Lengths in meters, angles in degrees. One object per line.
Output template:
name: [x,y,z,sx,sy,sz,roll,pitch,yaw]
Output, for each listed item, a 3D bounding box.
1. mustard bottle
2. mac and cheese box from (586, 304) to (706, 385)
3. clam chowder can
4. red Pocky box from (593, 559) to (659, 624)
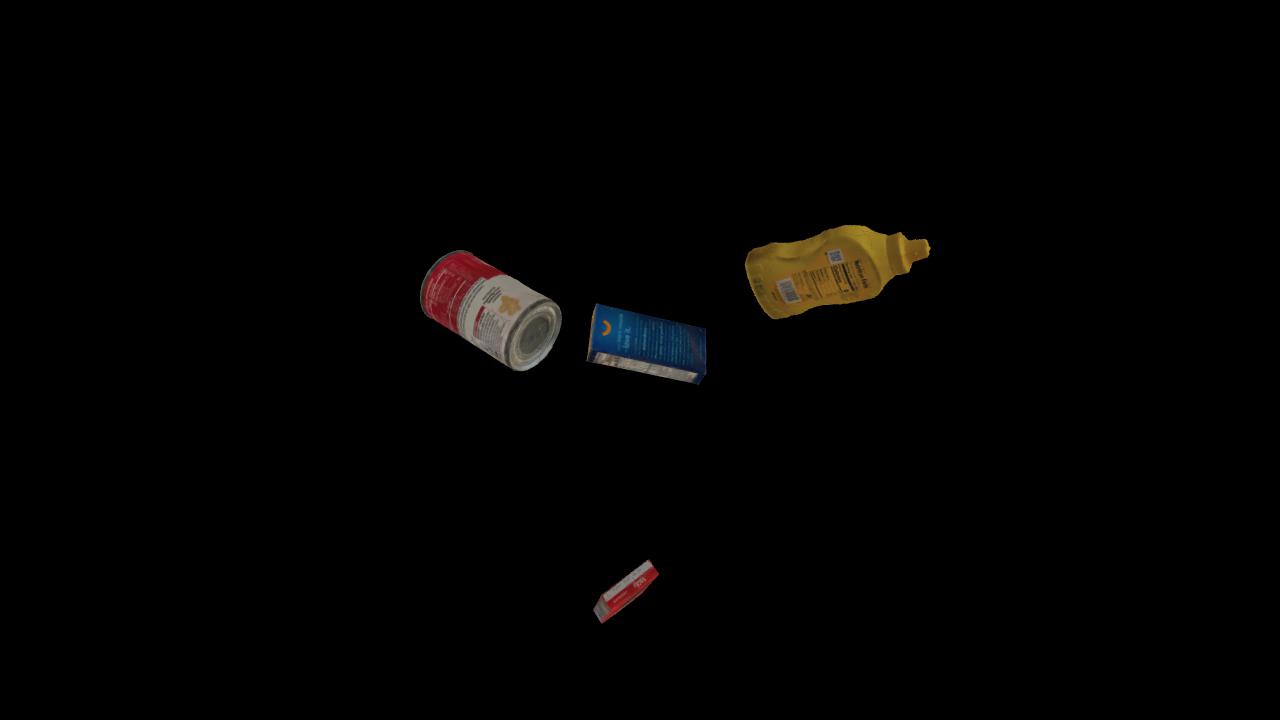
mustard bottle: [0.213,-0.098,0.661,0.184,0.092,0.054,-10,32,36]
mac and cheese box: [0.013,-0.024,0.964,0.184,0.093,0.041,12,-35,-11]
clam chowder can: [-0.125,-0.042,0.522,0.102,0.068,0.068,30,12,21]
red Pocky box: [-0.022,0.335,0.885,0.083,0.028,0.155,-32,-20,-23]
